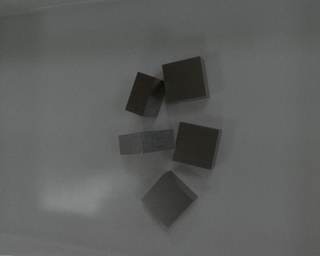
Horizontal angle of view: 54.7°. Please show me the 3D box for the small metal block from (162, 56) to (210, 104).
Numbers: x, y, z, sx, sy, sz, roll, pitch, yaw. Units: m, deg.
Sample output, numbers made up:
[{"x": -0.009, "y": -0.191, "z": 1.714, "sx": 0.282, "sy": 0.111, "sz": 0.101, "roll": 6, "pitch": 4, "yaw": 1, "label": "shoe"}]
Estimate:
[{"x": 0.034, "y": -0.060, "z": 0.399, "sx": 0.050, "sy": 0.025, "sz": 0.050, "roll": -9, "pitch": 87, "yaw": 19, "label": "small metal block"}]

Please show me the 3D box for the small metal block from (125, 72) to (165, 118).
[{"x": -0.016, "y": -0.042, "z": 0.403, "sx": 0.025, "sy": 0.050, "sz": 0.050, "roll": 21, "pitch": 97, "yaw": 19, "label": "small metal block"}]

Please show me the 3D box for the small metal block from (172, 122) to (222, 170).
[{"x": 0.048, "y": 0.022, "z": 0.394, "sx": 0.050, "sy": 0.025, "sz": 0.050, "roll": 12, "pitch": 94, "yaw": 19, "label": "small metal block"}]

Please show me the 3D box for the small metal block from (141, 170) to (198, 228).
[{"x": 0.012, "y": 0.092, "z": 0.406, "sx": 0.050, "sy": 0.025, "sz": 0.050, "roll": 43, "pitch": 103, "yaw": 15, "label": "small metal block"}]

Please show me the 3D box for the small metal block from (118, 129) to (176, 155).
[{"x": -0.017, "y": 0.018, "z": 0.393, "sx": 0.050, "sy": 0.050, "sz": 0.025, "roll": -9, "pitch": 87, "yaw": 51, "label": "small metal block"}]
